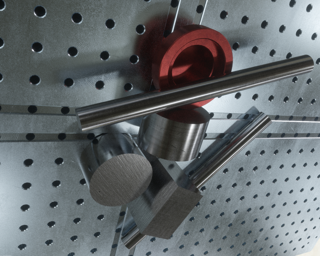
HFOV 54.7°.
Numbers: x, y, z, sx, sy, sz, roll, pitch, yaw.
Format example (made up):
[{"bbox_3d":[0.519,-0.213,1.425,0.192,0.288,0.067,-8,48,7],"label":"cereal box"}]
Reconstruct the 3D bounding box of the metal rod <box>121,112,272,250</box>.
[{"bbox_3d":[0.058,0.084,0.494,0.300,0.025,0.025,-42,129,1],"label":"metal rod"}]

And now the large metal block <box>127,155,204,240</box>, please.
[{"bbox_3d":[0.000,0.093,0.433,0.050,0.080,0.080,28,103,-38],"label":"large metal block"}]

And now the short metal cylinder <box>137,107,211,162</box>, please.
[{"bbox_3d":[0.016,-0.002,0.383,0.081,0.080,0.050,0,119,-29],"label":"short metal cylinder"}]

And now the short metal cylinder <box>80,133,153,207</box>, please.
[{"bbox_3d":[-0.057,0.053,0.397,0.081,0.050,0.079,-14,124,-21],"label":"short metal cylinder"}]

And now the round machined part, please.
[{"bbox_3d":[0.035,-0.075,0.372,0.099,0.042,0.097,-14,124,-21],"label":"round machined part"}]

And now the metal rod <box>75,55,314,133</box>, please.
[{"bbox_3d":[0.056,-0.046,0.358,0.302,0.025,0.025,-16,125,-20],"label":"metal rod"}]
